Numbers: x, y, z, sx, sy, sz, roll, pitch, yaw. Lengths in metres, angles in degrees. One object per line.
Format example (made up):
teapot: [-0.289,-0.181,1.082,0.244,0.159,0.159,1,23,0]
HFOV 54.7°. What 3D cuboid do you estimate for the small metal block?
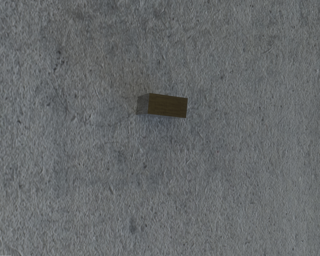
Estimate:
small metal block: [0.001,-0.027,0.398,0.050,0.050,0.025,6,88,-20]
